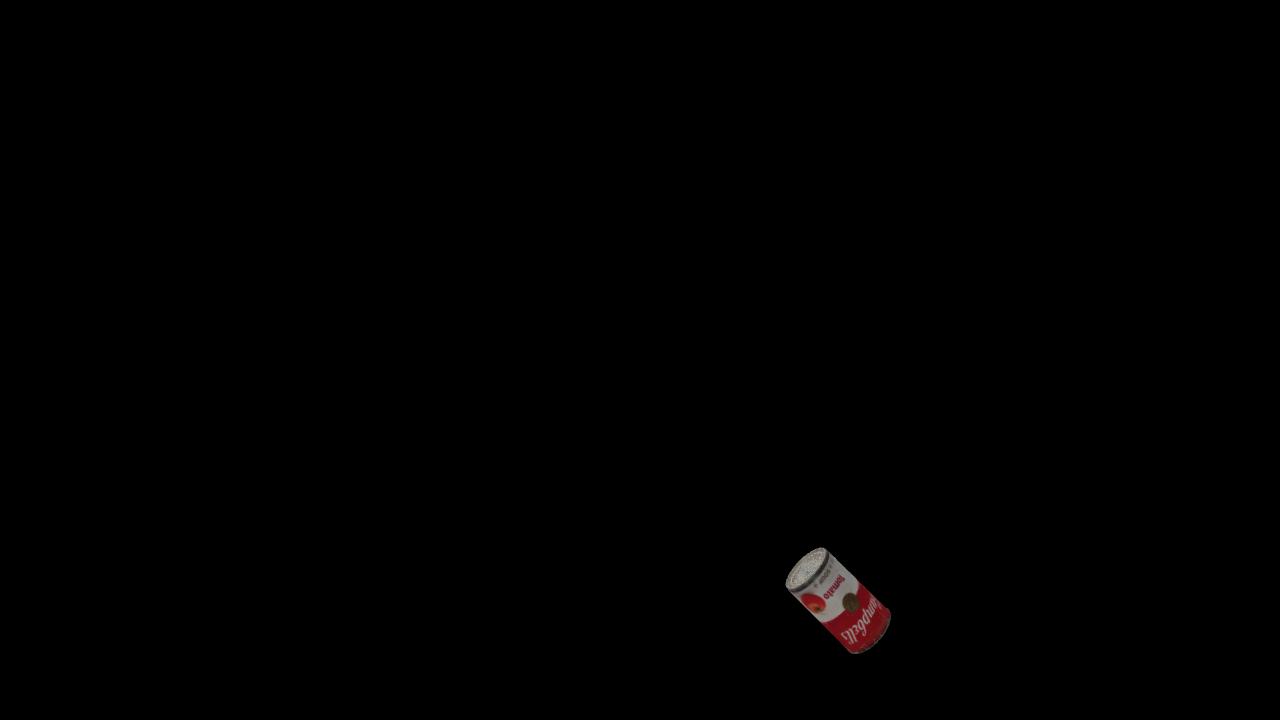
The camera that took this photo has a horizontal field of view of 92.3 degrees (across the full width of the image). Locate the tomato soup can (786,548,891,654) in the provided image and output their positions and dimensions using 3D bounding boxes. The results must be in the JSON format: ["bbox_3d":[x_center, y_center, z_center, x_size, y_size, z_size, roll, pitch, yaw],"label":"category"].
[{"bbox_3d":[0.229,0.277,0.716,0.068,0.101,0.068,-45,-5,-5],"label":"tomato soup can"}]
